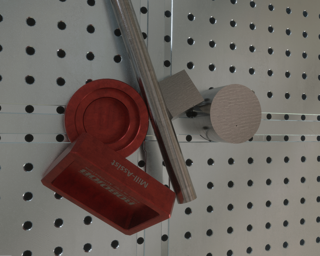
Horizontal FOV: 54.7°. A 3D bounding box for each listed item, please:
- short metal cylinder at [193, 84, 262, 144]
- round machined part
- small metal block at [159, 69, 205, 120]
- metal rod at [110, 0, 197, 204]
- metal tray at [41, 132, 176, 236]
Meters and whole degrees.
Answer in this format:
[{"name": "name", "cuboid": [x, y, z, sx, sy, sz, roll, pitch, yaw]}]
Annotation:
[{"name": "short metal cylinder", "cuboid": [0.093, -0.019, 0.435, 0.081, 0.050, 0.079, 0, 90, -21]}, {"name": "round machined part", "cuboid": [-0.067, -0.009, 0.380, 0.099, 0.042, 0.097, 0, 90, -20]}, {"name": "small metal block", "cuboid": [0.022, -0.043, 0.415, 0.050, 0.025, 0.050, -29, 82, -18]}, {"name": "metal rod", "cuboid": [-0.014, -0.053, 0.386, 0.025, 0.025, 0.298, -18, 88, -20]}, {"name": "metal tray", "cuboid": [-0.059, 0.070, 0.356, 0.130, 0.090, 0.030, 37, 42, -17]}]
